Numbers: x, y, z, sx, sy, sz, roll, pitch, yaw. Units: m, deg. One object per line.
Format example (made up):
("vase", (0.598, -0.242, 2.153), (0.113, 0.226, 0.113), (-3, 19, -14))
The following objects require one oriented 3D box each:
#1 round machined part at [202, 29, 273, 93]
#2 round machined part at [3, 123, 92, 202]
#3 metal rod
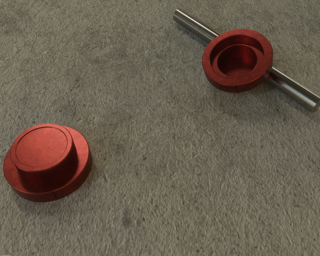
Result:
("round machined part", (0.115, -0.094, 0.457), (0.098, 0.042, 0.098), (-8, 64, 16))
("round machined part", (-0.133, 0.033, 0.363), (0.099, 0.042, 0.098), (0, 50, 0))
("metal rod", (0.127, -0.122, 0.506), (0.025, 0.025, 0.300), (-31, 57, -23))
